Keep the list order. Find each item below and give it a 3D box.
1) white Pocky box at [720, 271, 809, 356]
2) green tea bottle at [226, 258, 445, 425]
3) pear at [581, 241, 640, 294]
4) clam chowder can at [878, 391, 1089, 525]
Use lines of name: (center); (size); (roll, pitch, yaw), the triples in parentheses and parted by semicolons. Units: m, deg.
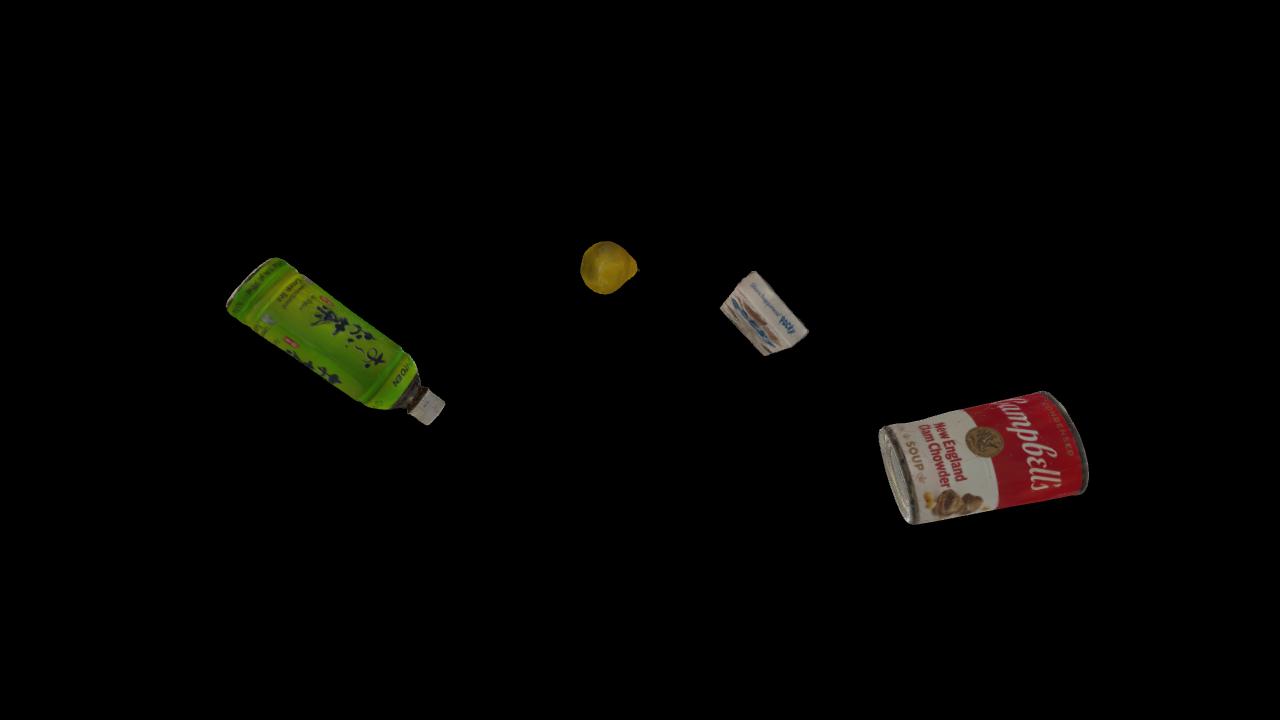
white Pocky box: (0.132, -0.046, 0.675); (0.028, 0.084, 0.154); (-41, -3, -1)
green tea bottle: (-0.287, -0.009, 0.607); (0.212, 0.073, 0.073); (39, -17, -22)
pear: (-0.033, -0.143, 0.939); (0.111, 0.080, 0.080); (-16, 10, -38)
clam chowder can: (0.217, 0.064, 0.399); (0.102, 0.068, 0.068); (-15, -3, 11)
